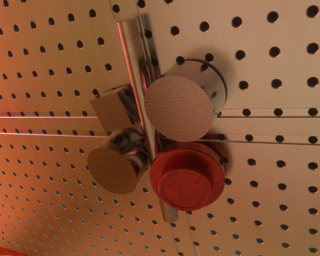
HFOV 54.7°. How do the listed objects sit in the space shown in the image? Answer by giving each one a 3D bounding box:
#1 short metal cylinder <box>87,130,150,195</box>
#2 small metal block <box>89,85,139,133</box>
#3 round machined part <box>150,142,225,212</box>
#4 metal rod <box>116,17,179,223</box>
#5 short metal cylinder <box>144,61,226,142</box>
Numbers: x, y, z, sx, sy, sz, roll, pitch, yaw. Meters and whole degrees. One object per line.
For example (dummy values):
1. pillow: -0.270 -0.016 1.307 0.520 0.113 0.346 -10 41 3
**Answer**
1. short metal cylinder: -0.057 0.049 0.450 0.080 0.050 0.079 13 124 21
2. small metal block: -0.060 -0.025 0.422 0.050 0.025 0.050 -12 113 33
3. round machined part: 0.035 0.069 0.404 0.099 0.042 0.097 4 117 8
4. metal rod: -0.010 0.008 0.416 0.025 0.025 0.298 3 120 27
5. short metal cylinder: 0.029 -0.031 0.355 0.080 0.050 0.079 13 124 21
